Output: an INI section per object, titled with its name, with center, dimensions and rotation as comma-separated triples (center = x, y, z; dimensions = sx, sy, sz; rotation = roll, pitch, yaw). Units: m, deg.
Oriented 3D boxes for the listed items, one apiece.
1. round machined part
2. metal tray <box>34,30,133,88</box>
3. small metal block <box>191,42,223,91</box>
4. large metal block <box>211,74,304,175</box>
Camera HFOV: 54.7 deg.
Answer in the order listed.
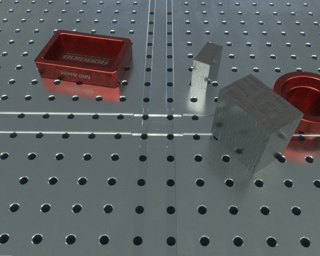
[round machined part]
center = 0.198, -0.030, 0.423
dimensions = 0.099, 0.042, 0.098
rotation = 0, 50, 0
[metal tray]
center = -0.119, -0.114, 0.498
dimensions = 0.131, 0.030, 0.090
rotation = 9, 51, 7
[small metal block]
center = 0.071, -0.094, 0.470
dimensions = 0.025, 0.050, 0.050
rotation = 23, 54, 18
[large metal block]
center = 0.112, -0.004, 0.376
dimensions = 0.050, 0.080, 0.080
rotation = -27, 55, -21
